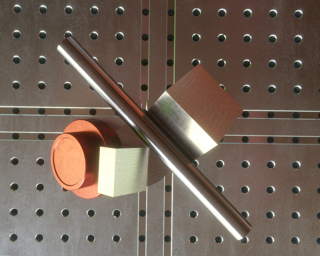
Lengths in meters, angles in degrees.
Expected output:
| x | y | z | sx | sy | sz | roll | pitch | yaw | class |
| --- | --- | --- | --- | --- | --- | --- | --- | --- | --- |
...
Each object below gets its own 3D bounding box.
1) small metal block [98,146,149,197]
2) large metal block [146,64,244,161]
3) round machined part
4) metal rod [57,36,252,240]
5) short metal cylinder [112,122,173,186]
| x | y | z | sx | sy | sz | roll | pitch | yaw | class |
| --- | --- | --- | --- | --- | --- | --- | --- | --- | --- |
| -0.040 | 0.046 | 0.345 | 0.025 | 0.050 | 0.050 | 3 | 91 | 40 | small metal block |
| 0.043 | -0.020 | 0.376 | 0.080 | 0.050 | 0.080 | 46 | 47 | 0 | large metal block |
| -0.095 | 0.038 | 0.375 | 0.098 | 0.042 | 0.097 | 3 | 95 | 38 | round machined part |
| -0.006 | 0.012 | 0.359 | 0.025 | 0.025 | 0.300 | -43 | 90 | 0 | metal rod |
| -0.024 | 0.031 | 0.397 | 0.081 | 0.050 | 0.079 | 0 | 90 | 0 | short metal cylinder |
